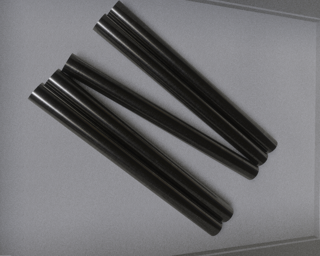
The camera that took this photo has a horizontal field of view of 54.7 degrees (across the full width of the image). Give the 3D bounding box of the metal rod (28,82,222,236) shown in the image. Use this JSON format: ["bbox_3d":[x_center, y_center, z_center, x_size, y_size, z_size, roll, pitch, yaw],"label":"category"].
[{"bbox_3d":[-0.032,0.049,0.397,0.301,0.025,0.025,40,78,-16],"label":"metal rod"}]

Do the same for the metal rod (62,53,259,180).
[{"bbox_3d":[0.013,-0.006,0.414,0.301,0.025,0.025,30,80,-18],"label":"metal rod"}]

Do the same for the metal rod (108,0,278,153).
[{"bbox_3d":[0.055,-0.061,0.429,0.301,0.025,0.025,38,78,-16],"label":"metal rod"}]

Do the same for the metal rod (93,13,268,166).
[{"bbox_3d":[0.039,-0.042,0.423,0.301,0.025,0.025,38,78,-16],"label":"metal rod"}]

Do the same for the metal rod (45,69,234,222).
[{"bbox_3d":[-0.015,0.032,0.404,0.301,0.025,0.025,40,78,-16],"label":"metal rod"}]
